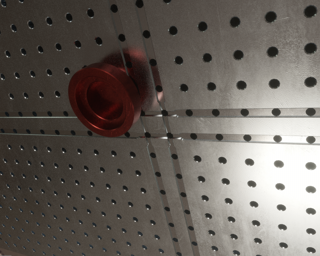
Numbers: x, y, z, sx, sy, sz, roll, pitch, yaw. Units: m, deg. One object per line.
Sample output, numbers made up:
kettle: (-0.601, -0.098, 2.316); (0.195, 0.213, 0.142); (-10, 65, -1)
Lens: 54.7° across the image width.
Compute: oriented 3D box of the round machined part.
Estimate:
round machined part: (-0.068, -0.040, 0.410); (0.098, 0.042, 0.097); (13, 124, 20)
